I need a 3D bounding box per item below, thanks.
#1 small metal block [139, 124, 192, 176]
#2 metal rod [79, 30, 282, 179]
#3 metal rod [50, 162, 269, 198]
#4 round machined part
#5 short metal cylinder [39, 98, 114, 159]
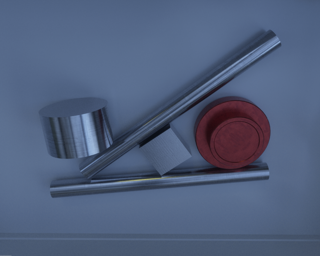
[{"bbox_3d":[0.007,0.028,0.419,0.050,0.025,0.050,-34,107,11],"label":"small metal block"},{"bbox_3d":[0.017,-0.024,0.401,0.300,0.025,0.025,-35,107,11],"label":"metal rod"},{"bbox_3d":[-0.001,0.074,0.437,0.302,0.025,0.025,-5,110,1],"label":"metal rod"},{"bbox_3d":[0.096,0.011,0.404,0.099,0.042,0.097,0,110,-1],"label":"round machined part"},{"bbox_3d":[-0.101,-0.002,0.379,0.081,0.080,0.050,-5,110,1],"label":"short metal cylinder"}]
